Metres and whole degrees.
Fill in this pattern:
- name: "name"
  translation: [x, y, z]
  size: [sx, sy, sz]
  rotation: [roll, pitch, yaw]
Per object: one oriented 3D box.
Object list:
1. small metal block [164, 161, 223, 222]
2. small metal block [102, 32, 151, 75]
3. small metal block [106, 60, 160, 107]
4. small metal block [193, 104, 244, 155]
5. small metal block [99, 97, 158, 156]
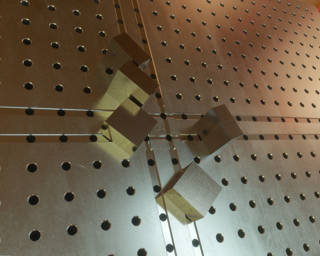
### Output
- name: "small metal block"
  translation: [0.042, 0.078, 0.384]
  size: [0.050, 0.025, 0.050]
  rotation: [43, 51, 1]
- name: "small metal block"
  translation: [-0.047, -0.093, 0.425]
  size: [0.050, 0.050, 0.025]
  rotation: [46, 51, 4]
- name: "small metal block"
  translation: [-0.036, -0.051, 0.405]
  size: [0.050, 0.050, 0.025]
  rotation: [40, 51, -2]
- name: "small metal block"
  translation: [0.081, 0.002, 0.437]
  size: [0.025, 0.050, 0.050]
  rotation: [-18, 72, -35]
- name: "small metal block"
  translation: [-0.039, -0.002, 0.390]
  size: [0.050, 0.025, 0.050]
  rotation: [38, 51, -3]
